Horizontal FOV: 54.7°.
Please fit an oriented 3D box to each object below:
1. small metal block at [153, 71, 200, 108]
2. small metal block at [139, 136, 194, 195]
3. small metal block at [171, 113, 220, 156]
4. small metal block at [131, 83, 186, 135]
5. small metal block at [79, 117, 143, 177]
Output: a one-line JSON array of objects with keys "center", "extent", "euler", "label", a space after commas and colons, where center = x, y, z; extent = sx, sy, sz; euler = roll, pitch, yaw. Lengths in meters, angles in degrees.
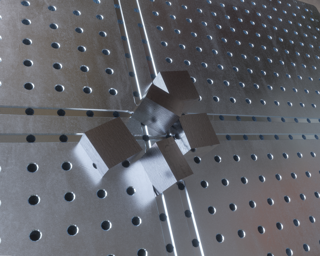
[{"center": [0.024, -0.056, 0.457], "extent": [0.050, 0.025, 0.050], "euler": [-9, 66, -32], "label": "small metal block"}, {"center": [0.006, 0.046, 0.369], "extent": [0.025, 0.050, 0.050], "euler": [-18, 72, -35], "label": "small metal block"}, {"center": [0.048, 0.008, 0.431], "extent": [0.050, 0.025, 0.050], "euler": [-7, 65, -32], "label": "small metal block"}, {"center": [-0.003, -0.023, 0.406], "extent": [0.050, 0.050, 0.025], "euler": [30, 52, -10], "label": "small metal block"}, {"center": [-0.058, 0.021, 0.365], "extent": [0.050, 0.025, 0.050], "euler": [-28, 78, -38], "label": "small metal block"}]
